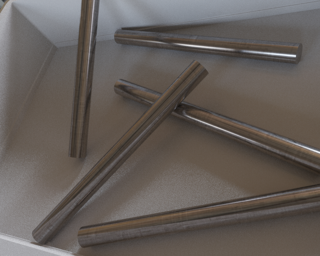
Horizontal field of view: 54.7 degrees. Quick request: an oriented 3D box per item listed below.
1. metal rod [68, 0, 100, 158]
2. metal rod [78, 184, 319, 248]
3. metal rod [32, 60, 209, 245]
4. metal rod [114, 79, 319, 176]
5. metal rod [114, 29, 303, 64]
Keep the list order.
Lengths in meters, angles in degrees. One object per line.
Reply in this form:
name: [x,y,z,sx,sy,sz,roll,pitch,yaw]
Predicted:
metal rod: [-0.106,-0.107,0.443,0.025,0.025,0.298,6,92,31]
metal rod: [0.046,0.093,0.324,0.301,0.025,0.025,-15,56,19]
metal rod: [-0.052,0.033,0.392,0.300,0.025,0.025,-46,51,3]
metal rod: [0.050,-0.014,0.388,0.300,0.025,0.025,24,75,36]
metal rod: [0.048,-0.124,0.456,0.300,0.025,0.025,16,70,34]
